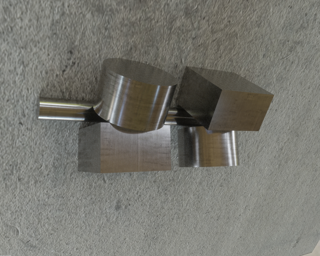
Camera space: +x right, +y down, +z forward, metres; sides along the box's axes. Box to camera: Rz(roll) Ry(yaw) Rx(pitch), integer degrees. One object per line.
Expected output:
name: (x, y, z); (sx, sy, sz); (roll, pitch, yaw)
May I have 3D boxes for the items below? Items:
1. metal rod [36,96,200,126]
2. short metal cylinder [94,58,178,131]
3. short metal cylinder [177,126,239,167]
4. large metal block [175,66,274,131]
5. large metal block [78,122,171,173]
metal rod: (0.002, -0.016, 0.402); (0.303, 0.025, 0.025); (2, 118, -30)
short metal cylinder: (-0.027, -0.038, 0.334); (0.081, 0.080, 0.050); (3, 117, -30)
short metal cylinder: (0.064, 0.026, 0.416); (0.081, 0.080, 0.050); (2, 83, -29)
large metal block: (0.079, -0.038, 0.392); (0.081, 0.080, 0.050); (1, 118, -29)
large metal block: (-0.043, 0.024, 0.356); (0.081, 0.080, 0.050); (2, 83, -30)
